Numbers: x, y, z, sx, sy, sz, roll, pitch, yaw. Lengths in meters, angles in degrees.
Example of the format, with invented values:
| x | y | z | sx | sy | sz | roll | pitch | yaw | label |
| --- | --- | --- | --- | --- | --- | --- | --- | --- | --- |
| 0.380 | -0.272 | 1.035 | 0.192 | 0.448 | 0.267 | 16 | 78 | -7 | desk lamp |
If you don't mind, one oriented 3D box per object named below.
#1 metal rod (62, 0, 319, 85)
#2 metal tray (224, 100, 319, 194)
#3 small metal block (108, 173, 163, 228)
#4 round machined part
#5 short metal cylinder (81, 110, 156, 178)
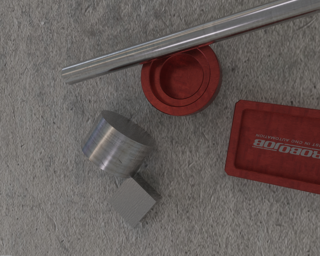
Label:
| x | y | z | sx | sy | sz | roll | pitch | yaw | label |
| --- | --- | --- | --- | --- | --- | --- | --- | --- | --- |
| 0.019 | -0.098 | 0.357 | 0.301 | 0.025 | 0.025 | -12 | 86 | 19 | metal rod |
| 0.147 | 0.021 | 0.354 | 0.130 | 0.030 | 0.089 | 10 | 93 | 19 | metal tray |
| -0.034 | 0.097 | 0.421 | 0.050 | 0.025 | 0.050 | 42 | 103 | 15 | small metal block |
| 0.029 | -0.063 | 0.390 | 0.098 | 0.042 | 0.097 | 0 | 90 | 20 | round machined part |
| -0.053 | 0.020 | 0.398 | 0.080 | 0.080 | 0.050 | 37 | 102 | 16 | short metal cylinder |
